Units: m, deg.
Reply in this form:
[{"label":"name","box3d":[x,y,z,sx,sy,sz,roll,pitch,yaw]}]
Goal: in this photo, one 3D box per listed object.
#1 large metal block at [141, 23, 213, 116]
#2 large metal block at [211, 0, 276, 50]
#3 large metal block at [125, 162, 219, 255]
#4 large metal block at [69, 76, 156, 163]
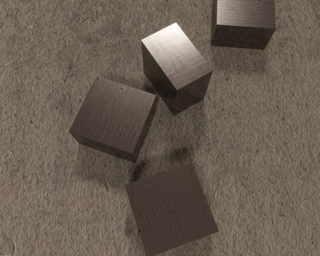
[{"label":"large metal block","box3d":[0.020,-0.074,0.406,0.050,0.080,0.080,-30,73,-11]},{"label":"large metal block","box3d":[0.121,-0.167,0.457,0.081,0.050,0.080,5,70,1]},{"label":"large metal block","box3d":[0.012,0.095,0.360,0.081,0.050,0.080,-18,71,-7]},{"label":"large metal block","box3d":[-0.056,-0.010,0.398,0.080,0.050,0.080,19,71,6]}]
